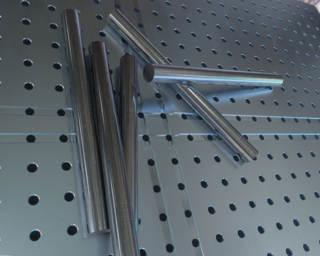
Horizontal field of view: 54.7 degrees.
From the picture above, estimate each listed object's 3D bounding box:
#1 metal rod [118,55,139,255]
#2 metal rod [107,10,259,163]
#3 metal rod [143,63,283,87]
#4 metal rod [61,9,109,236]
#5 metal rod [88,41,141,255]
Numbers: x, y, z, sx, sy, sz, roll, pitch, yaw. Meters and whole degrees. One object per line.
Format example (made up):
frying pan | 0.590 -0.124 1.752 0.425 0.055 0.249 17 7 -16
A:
metal rod | -0.039 0.033 0.368 0.025 0.025 0.299 11 57 -23
metal rod | 0.032 -0.064 0.466 0.300 0.025 0.025 46 51 3
metal rod | 0.104 -0.081 0.493 0.302 0.025 0.025 -5 64 -38
metal rod | -0.094 -0.027 0.374 0.025 0.025 0.299 0 62 -29
metal rod | -0.057 0.013 0.353 0.025 0.025 0.299 4 54 -27
